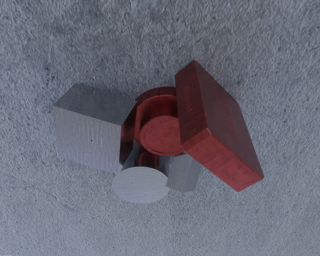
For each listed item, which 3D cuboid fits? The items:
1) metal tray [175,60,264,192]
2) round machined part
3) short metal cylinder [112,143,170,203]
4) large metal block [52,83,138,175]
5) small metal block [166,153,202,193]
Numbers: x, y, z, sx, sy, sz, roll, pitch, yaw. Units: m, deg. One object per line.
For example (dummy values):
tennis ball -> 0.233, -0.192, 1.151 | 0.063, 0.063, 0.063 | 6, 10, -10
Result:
metal tray -> 0.060, -0.007, 0.333 | 0.030, 0.130, 0.090 | -37, 121, 26
round machined part -> 0.008, -0.002, 0.397 | 0.099, 0.042, 0.097 | -1, 130, 0
short metal cylinder -> -0.026, 0.064, 0.447 | 0.081, 0.050, 0.079 | 0, 130, 0
large metal block -> -0.077, 0.002, 0.376 | 0.080, 0.050, 0.079 | 16, 130, 8
small metal block -> 0.036, 0.060, 0.430 | 0.025, 0.050, 0.050 | 17, 180, 26
